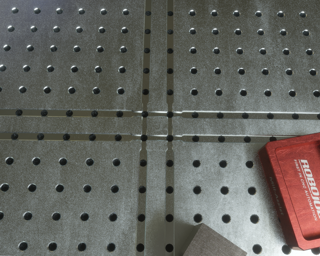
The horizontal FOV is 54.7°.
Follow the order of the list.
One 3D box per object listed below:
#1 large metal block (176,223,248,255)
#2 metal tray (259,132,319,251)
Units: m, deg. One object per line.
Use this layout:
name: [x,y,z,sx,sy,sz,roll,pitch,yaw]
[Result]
large metal block: [0.041,0.151,0.327,0.050,0.080,0.080,33,73,11]
metal tray: [0.187,0.075,0.382,0.091,0.030,0.130,-10,70,-4]
